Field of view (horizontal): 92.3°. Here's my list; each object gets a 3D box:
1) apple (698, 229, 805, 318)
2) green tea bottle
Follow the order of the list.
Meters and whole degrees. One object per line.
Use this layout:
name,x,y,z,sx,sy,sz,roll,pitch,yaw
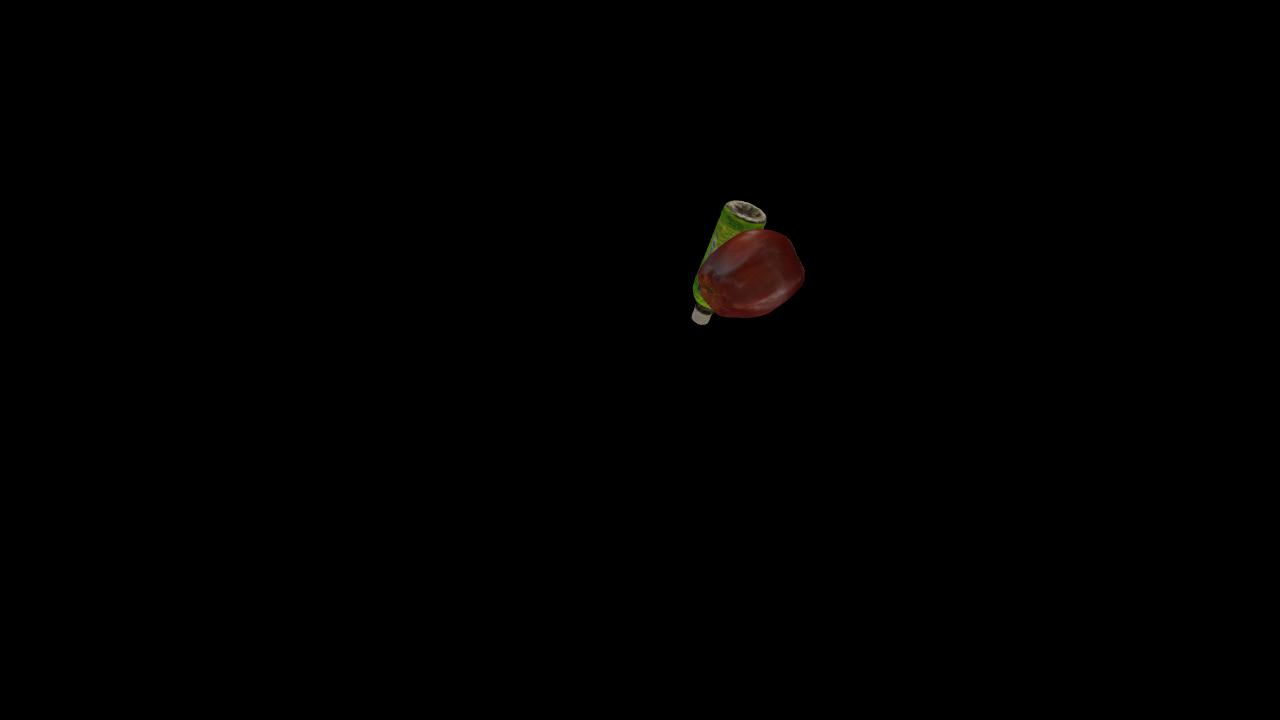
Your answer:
apple,0.099,-0.076,0.550,0.093,0.079,0.079,-27,8,-17
green tea bottle,0.130,-0.147,0.983,0.073,0.212,0.073,14,38,-11
